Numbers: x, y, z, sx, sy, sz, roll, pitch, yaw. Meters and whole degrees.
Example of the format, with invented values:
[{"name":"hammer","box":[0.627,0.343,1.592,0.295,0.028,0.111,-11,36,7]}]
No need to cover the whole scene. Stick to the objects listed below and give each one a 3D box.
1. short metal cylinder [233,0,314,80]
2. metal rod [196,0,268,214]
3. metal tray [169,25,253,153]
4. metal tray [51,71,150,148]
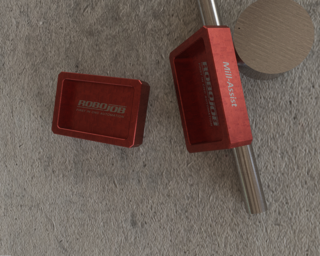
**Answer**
[{"name":"short metal cylinder","box":[0.121,-0.096,0.345,0.080,0.050,0.079,0,91,7]},{"name":"metal rod","box":[0.083,-0.047,0.379,0.025,0.025,0.298,-14,85,19]},{"name":"metal tray","box":[0.054,-0.039,0.357,0.030,0.090,0.129,-9,86,-25]},{"name":"metal tray","box":[-0.085,-0.027,0.434,0.130,0.030,0.089,9,93,19]}]
